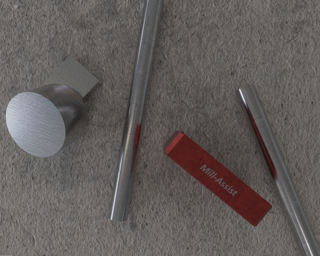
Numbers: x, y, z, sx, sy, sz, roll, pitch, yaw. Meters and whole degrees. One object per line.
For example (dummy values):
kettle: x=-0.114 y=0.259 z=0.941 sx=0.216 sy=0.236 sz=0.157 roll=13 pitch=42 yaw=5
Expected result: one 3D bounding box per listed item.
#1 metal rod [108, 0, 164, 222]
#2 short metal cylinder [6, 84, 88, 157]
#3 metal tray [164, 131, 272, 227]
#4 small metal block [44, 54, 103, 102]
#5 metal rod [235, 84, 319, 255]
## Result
metal rod: x=-0.031 y=-0.028 z=0.409 sx=0.025 sy=0.025 sz=0.298 roll=10 pitch=90 yaw=0
short metal cylinder: x=-0.138 y=-0.011 z=0.381 sx=0.080 sy=0.050 sz=0.079 roll=6 pitch=110 yaw=16
metal tray: x=0.063 y=0.056 z=0.377 sx=0.130 sy=0.090 sz=0.030 roll=39 pitch=90 yaw=0
small metal block: x=-0.114 y=-0.059 z=0.409 sx=0.050 sy=0.025 sz=0.050 roll=43 pitch=90 yaw=0
metal rod: x=0.168 y=0.085 z=0.411 sx=0.025 sy=0.025 sz=0.299 roll=-22 pitch=90 yaw=0
